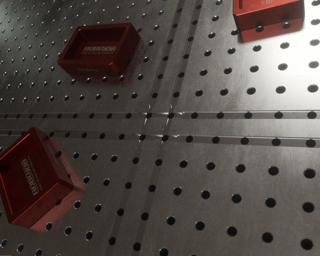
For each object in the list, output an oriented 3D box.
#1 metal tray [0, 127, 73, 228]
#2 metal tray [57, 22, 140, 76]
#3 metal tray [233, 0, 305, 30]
[{"bbox_3d":[-0.194,0.069,0.461,0.090,0.030,0.130,-42,51,-1],"label":"metal tray"},{"bbox_3d":[-0.109,-0.138,0.544,0.130,0.030,0.090,8,66,31],"label":"metal tray"},{"bbox_3d":[0.155,-0.208,0.450,0.090,0.030,0.130,-6,59,24],"label":"metal tray"}]
